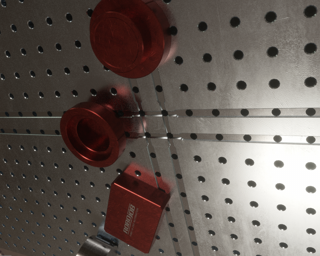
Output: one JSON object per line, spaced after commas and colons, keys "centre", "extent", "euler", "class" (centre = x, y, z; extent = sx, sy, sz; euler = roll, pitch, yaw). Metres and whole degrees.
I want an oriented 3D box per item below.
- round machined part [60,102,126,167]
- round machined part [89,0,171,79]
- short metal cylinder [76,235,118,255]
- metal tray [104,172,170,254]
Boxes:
{"centre": [-0.092, 0.006, 0.450], "extent": [0.098, 0.042, 0.097], "euler": [13, 124, 20], "class": "round machined part"}
{"centre": [-0.040, -0.103, 0.357], "extent": [0.098, 0.042, 0.097], "euler": [13, 124, 20], "class": "round machined part"}
{"centre": [-0.124, 0.255, 0.596], "extent": [0.050, 0.080, 0.079], "euler": [20, 126, 16], "class": "short metal cylinder"}
{"centre": [-0.042, 0.144, 0.518], "extent": [0.090, 0.030, 0.129], "euler": [24, 127, 13], "class": "metal tray"}
